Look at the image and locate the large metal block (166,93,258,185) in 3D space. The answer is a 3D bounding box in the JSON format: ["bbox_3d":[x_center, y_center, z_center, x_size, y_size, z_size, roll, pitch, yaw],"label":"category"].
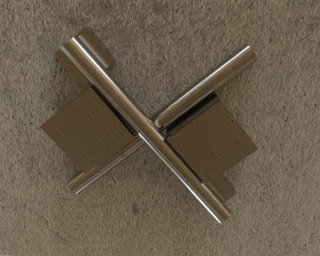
[{"bbox_3d":[0.065,0.012,0.402,0.080,0.050,0.080,-37,106,12],"label":"large metal block"}]

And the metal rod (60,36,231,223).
[{"bbox_3d":[-0.008,0.013,0.388,0.025,0.025,0.300,-38,106,12],"label":"metal rod"}]

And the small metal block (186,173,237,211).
[{"bbox_3d":[0.072,0.086,0.444,0.050,0.025,0.050,-41,105,13],"label":"small metal block"}]

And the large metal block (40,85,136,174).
[{"bbox_3d":[-0.086,-0.003,0.394,0.080,0.050,0.080,-35,107,12],"label":"large metal block"}]

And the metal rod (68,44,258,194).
[{"bbox_3d":[-0.005,-0.005,0.410,0.300,0.025,0.025,-37,106,12],"label":"metal rod"}]

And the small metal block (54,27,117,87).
[{"bbox_3d":[-0.090,-0.087,0.379,0.050,0.025,0.050,-36,107,12],"label":"small metal block"}]
